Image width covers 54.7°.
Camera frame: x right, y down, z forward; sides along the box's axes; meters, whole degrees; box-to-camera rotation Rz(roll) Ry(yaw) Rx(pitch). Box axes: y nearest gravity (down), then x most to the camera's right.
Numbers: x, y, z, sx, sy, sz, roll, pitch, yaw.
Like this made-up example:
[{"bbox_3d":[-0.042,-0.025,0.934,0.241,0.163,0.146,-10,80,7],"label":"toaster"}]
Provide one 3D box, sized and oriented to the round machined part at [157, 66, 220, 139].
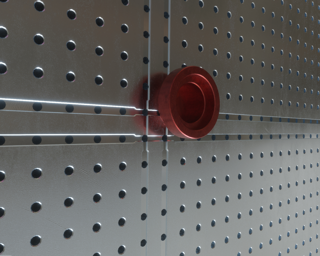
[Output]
[{"bbox_3d":[0.036,-0.035,0.430,0.099,0.042,0.097,0,90,-40],"label":"round machined part"}]
